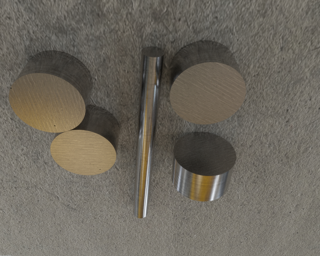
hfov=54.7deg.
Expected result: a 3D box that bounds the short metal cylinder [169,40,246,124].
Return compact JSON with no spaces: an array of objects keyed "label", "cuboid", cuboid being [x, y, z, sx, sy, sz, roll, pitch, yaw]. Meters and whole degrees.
[{"label":"short metal cylinder","cuboid":[0.051,-0.050,0.348,0.081,0.050,0.079,0,130,0]}]

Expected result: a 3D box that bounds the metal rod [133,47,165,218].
[{"label":"metal rod","cuboid":[-0.020,0.030,0.432,0.025,0.025,0.298,4,130,-3]}]

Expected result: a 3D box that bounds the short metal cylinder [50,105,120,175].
[{"label":"short metal cylinder","cuboid":[-0.095,0.016,0.404,0.081,0.050,0.079,0,130,0]}]

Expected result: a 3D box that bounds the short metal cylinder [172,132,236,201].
[{"label":"short metal cylinder","cuboid":[0.057,0.050,0.414,0.081,0.080,0.050,1,130,-1]}]

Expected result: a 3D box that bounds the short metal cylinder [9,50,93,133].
[{"label":"short metal cylinder","cuboid":[-0.122,-0.041,0.355,0.081,0.050,0.079,0,130,0]}]
